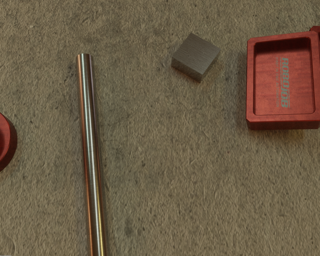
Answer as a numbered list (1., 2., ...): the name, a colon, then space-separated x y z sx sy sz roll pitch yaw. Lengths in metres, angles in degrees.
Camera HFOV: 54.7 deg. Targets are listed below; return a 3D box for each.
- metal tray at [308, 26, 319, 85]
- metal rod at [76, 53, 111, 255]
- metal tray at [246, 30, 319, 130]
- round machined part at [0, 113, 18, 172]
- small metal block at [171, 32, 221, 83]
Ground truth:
1. metal tray: 0.281 -0.099 0.445 0.131 0.030 0.090 2 70 0
2. metal rod: -0.086 0.039 0.392 0.025 0.025 0.299 -8 70 -3
3. metal tray: 0.164 -0.063 0.414 0.090 0.030 0.130 -1 69 21
4. round machined part: -0.239 0.016 0.390 0.099 0.042 0.098 0 70 -1
5. small metal block: 0.051 -0.101 0.446 0.050 0.025 0.050 33 73 11
